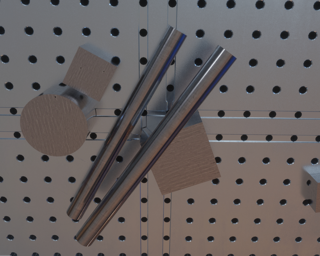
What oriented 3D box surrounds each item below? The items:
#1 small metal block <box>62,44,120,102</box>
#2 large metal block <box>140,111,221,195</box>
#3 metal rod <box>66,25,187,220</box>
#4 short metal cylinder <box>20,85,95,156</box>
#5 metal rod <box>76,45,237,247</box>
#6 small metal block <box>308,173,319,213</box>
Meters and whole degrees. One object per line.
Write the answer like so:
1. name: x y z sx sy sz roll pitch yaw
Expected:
1. small metal block: -0.085 -0.069 0.387 0.050 0.025 0.050 28 108 -10
2. large metal block: 0.027 0.032 0.412 0.080 0.050 0.080 -19 109 7
3. metal rod: -0.052 0.005 0.414 0.025 0.025 0.298 28 108 -10
4. short metal cylinder: -0.127 -0.011 0.395 0.081 0.050 0.079 0 110 0
5. metal rod: -0.014 0.033 0.372 0.025 0.025 0.299 34 106 -12
6. small metal block: 0.247 0.092 0.449 0.050 0.025 0.050 -6 110 2
